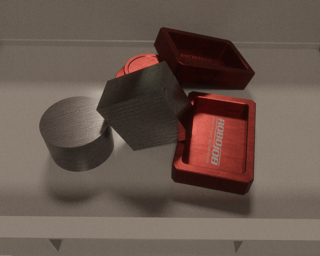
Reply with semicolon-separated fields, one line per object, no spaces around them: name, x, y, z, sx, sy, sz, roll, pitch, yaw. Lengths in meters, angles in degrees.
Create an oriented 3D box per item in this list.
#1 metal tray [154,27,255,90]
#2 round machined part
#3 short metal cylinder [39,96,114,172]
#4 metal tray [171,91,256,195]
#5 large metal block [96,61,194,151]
metal tray;0.065;-0.102;0.459;0.131;0.030;0.090;2;47;-27
round machined part;-0.017;-0.072;0.455;0.099;0.042;0.098;0;50;0
short metal cylinder;-0.100;0.007;0.382;0.081;0.050;0.080;0;50;0
metal tray;0.071;0.013;0.391;0.090;0.030;0.130;10;51;7
large metal block;-0.014;-0.023;0.369;0.080;0.080;0.050;-14;44;26
